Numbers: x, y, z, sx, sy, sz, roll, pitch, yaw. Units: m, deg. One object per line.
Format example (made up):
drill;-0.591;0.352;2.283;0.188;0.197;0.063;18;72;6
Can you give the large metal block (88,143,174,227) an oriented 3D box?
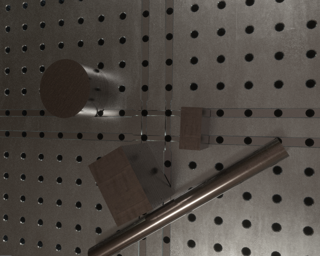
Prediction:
large metal block;-0.033;0.067;0.394;0.050;0.080;0.080;-31;80;17

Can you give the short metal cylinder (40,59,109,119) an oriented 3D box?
short metal cylinder;-0.121;-0.053;0.440;0.080;0.050;0.079;0;90;19

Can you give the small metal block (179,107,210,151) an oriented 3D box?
small metal block;0.044;0.000;0.383;0.025;0.050;0.050;3;91;20

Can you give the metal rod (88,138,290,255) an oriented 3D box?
metal rod;0.025;0.103;0.403;0.300;0.025;0.025;-34;79;16
